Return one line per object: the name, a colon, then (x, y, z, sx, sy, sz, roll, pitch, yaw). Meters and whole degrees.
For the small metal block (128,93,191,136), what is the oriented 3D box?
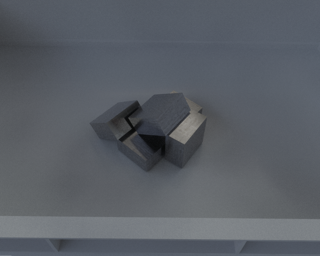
small metal block: (-0.001, -0.017, 0.369, 0.050, 0.025, 0.050, 3, 40, 48)

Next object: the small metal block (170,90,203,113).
small metal block: (0.021, -0.018, 0.418, 0.050, 0.025, 0.050, 35, 58, 25)

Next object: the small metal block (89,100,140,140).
small metal block: (-0.054, -0.010, 0.395, 0.050, 0.025, 0.050, -41, 23, -28)

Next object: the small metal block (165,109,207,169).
small metal block: (0.031, 0.013, 0.376, 0.025, 0.050, 0.050, 29, 56, 21)

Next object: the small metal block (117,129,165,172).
small metal block: (-0.018, 0.019, 0.387, 0.050, 0.025, 0.050, 35, 58, 25)
